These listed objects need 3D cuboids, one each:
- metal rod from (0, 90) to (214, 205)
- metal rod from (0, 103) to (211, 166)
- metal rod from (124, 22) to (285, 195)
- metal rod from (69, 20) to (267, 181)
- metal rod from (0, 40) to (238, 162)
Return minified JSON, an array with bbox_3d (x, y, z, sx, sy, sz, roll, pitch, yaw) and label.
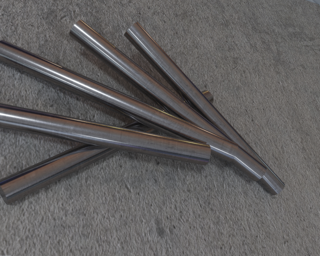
[{"bbox_3d":[-0.038,0.008,0.378,0.302,0.025,0.025,-26,76,-37],"label":"metal rod"},{"bbox_3d":[-0.091,0.002,0.326,0.302,0.025,0.025,12,57,-12],"label":"metal rod"},{"bbox_3d":[0.065,-0.021,0.422,0.300,0.025,0.025,46,51,-7],"label":"metal rod"},{"bbox_3d":[0.014,-0.031,0.396,0.301,0.025,0.025,38,51,-5],"label":"metal rod"},{"bbox_3d":[-0.048,-0.030,0.369,0.301,0.025,0.025,24,53,-4],"label":"metal rod"}]
